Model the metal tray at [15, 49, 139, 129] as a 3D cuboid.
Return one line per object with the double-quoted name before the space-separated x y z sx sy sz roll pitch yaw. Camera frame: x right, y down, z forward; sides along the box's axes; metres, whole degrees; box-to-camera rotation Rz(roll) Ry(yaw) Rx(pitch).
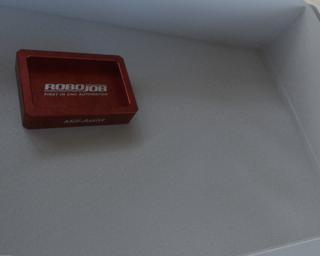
"metal tray" -0.100 -0.048 0.378 0.131 0.030 0.090 -4 64 -30
